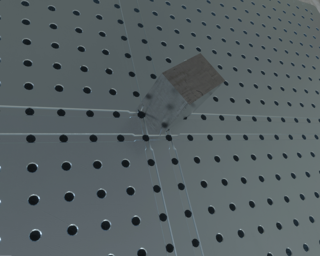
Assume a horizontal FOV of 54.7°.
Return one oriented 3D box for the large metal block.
[{"bbox_3d":[0.027,-0.045,0.417,0.081,0.080,0.050,-34,82,-38],"label":"large metal block"}]
